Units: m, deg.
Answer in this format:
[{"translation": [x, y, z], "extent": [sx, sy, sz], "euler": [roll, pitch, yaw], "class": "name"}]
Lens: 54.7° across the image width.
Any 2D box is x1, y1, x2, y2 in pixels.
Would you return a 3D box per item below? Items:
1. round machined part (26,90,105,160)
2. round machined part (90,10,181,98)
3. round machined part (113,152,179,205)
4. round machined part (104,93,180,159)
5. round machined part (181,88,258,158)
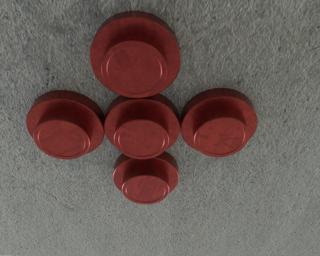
[{"translation": [-0.122, 0.003, 0.398], "extent": [0.099, 0.042, 0.097], "euler": [-1, 130, 0], "class": "round machined part"}, {"translation": [-0.027, -0.072, 0.336], "extent": [0.099, 0.042, 0.097], "euler": [-1, 130, 0], "class": "round machined part"}, {"translation": [-0.021, 0.078, 0.463], "extent": [0.099, 0.042, 0.097], "euler": [-1, 130, 0], "class": "round machined part"}, {"translation": [-0.023, 0.003, 0.400], "extent": [0.099, 0.042, 0.097], "euler": [-1, 130, 0], "class": "round machined part"}, {"translation": [0.076, 0.000, 0.399], "extent": [0.099, 0.042, 0.097], "euler": [-1, 130, 0], "class": "round machined part"}]
